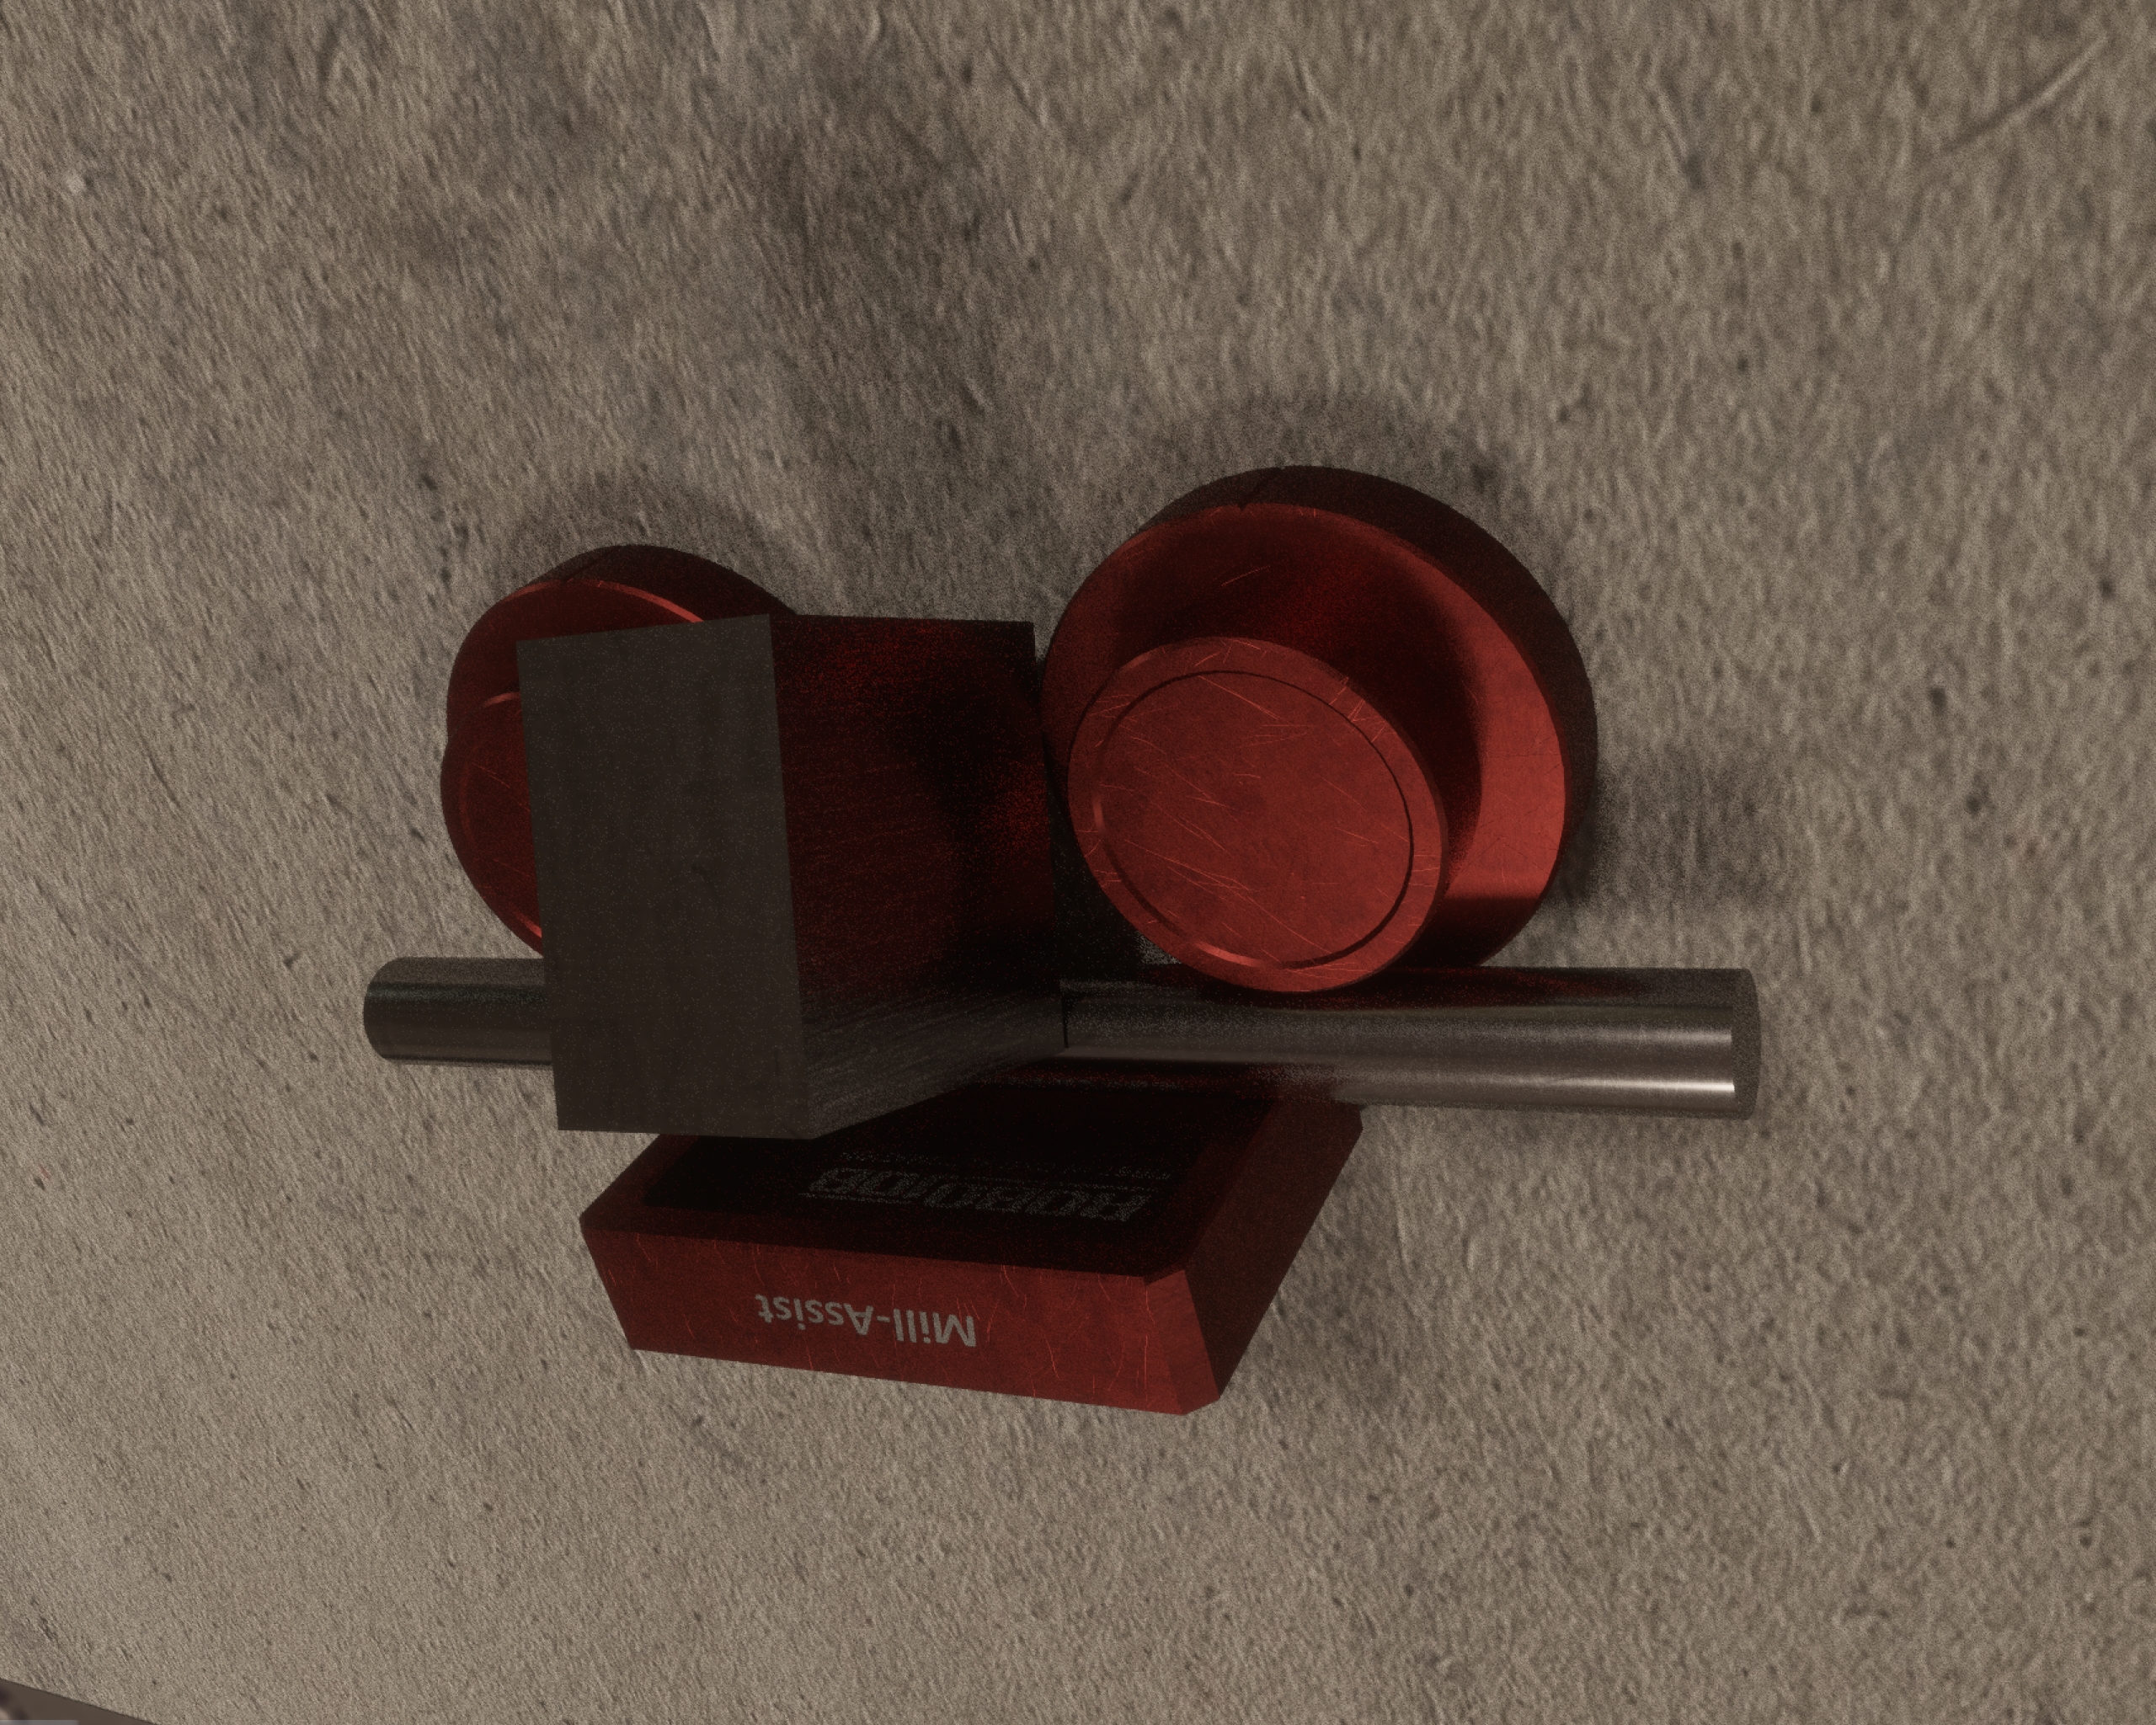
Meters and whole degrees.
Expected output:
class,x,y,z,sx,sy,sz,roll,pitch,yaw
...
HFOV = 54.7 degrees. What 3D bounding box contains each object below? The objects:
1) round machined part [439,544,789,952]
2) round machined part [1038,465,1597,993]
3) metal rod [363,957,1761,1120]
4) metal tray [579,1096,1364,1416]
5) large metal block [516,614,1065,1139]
class,x,y,z,sx,sy,sz,roll,pitch,yaw
round machined part,-0.092,-0.013,0.433,0.098,0.042,0.097,13,124,20
round machined part,0.037,-0.016,0.366,0.098,0.042,0.097,13,124,20
metal rod,-0.023,0.032,0.412,0.300,0.025,0.025,-1,118,28
metal tray,-0.020,0.062,0.413,0.130,0.090,0.030,-1,118,28
large metal block,-0.046,0.000,0.361,0.050,0.080,0.079,-2,94,28
